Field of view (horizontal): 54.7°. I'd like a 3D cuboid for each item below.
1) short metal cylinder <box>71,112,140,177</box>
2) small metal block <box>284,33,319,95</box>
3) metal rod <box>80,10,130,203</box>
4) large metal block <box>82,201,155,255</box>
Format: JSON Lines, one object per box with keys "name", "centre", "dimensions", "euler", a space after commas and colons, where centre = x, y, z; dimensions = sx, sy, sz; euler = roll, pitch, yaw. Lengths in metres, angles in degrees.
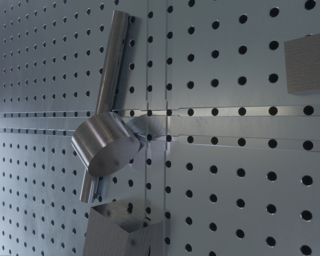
{"name": "short metal cylinder", "centre": [-0.076, 0.024, 0.436], "dimensions": [0.050, 0.081, 0.080], "euler": [51, 120, 28]}
{"name": "small metal block", "centre": [0.147, -0.059, 0.288], "dimensions": [0.050, 0.025, 0.050], "euler": [-5, 87, 40]}
{"name": "metal rod", "centre": [-0.087, -0.026, 0.481], "dimensions": [0.025, 0.025, 0.298], "euler": [20, 103, 38]}
{"name": "large metal block", "centre": [-0.061, 0.162, 0.443], "dimensions": [0.080, 0.050, 0.079], "euler": [19, 102, 38]}
